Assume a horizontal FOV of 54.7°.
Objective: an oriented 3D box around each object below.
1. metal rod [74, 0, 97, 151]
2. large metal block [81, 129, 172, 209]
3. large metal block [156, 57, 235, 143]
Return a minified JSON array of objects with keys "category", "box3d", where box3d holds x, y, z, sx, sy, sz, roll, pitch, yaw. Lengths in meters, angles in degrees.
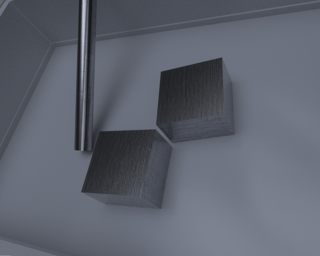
[{"category":"metal rod","box3d":[-0.105,-0.117,0.443,0.025,0.025,0.298,3,91,29]},{"category":"large metal block","box3d":[-0.038,0.050,0.378,0.080,0.050,0.080,-2,61,26]},{"category":"large metal block","box3d":[0.045,-0.032,0.385,0.080,0.050,0.080,-9,58,23]}]
